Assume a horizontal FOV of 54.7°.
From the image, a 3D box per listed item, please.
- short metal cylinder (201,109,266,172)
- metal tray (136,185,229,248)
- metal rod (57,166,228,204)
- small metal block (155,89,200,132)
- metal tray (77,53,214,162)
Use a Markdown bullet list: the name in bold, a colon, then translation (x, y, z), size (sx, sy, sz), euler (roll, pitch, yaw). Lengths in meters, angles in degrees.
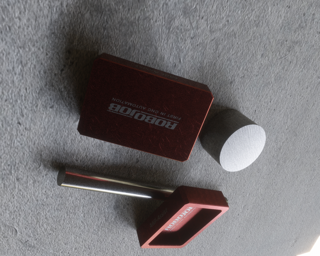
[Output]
- **short metal cylinder**: translation (0.109, 0.018, 0.464), size (0.081, 0.050, 0.079), euler (-14, 125, -21)
- **metal tray**: translation (0.034, 0.145, 0.489), size (0.091, 0.030, 0.129), euler (15, 127, -34)
- **metal rod**: translation (-0.004, 0.096, 0.466), size (0.302, 0.025, 0.025), euler (18, 109, -36)
- **small metal block**: translation (0.016, -0.026, 0.385), size (0.050, 0.050, 0.025), euler (-34, 129, -6)
- **metal tray**: translation (-0.017, -0.021, 0.349), size (0.131, 0.030, 0.089), euler (16, 112, -9)
